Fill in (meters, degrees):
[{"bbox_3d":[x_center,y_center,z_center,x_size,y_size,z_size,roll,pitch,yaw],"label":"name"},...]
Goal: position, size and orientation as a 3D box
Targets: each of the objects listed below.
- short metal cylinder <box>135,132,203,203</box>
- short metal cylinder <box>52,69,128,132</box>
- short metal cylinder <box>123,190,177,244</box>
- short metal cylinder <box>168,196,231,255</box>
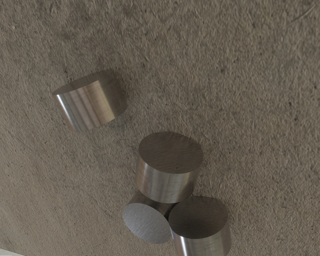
[{"bbox_3d":[0.010,0.048,0.396,0.080,0.080,0.050,21,126,16],"label":"short metal cylinder"},{"bbox_3d":[-0.088,-0.036,0.395,0.080,0.080,0.050,-7,115,31],"label":"short metal cylinder"},{"bbox_3d":[-0.010,0.130,0.476,0.080,0.050,0.079,13,124,21],"label":"short metal cylinder"},{"bbox_3d":[0.056,0.140,0.429,0.080,0.080,0.050,2,119,27],"label":"short metal cylinder"}]
